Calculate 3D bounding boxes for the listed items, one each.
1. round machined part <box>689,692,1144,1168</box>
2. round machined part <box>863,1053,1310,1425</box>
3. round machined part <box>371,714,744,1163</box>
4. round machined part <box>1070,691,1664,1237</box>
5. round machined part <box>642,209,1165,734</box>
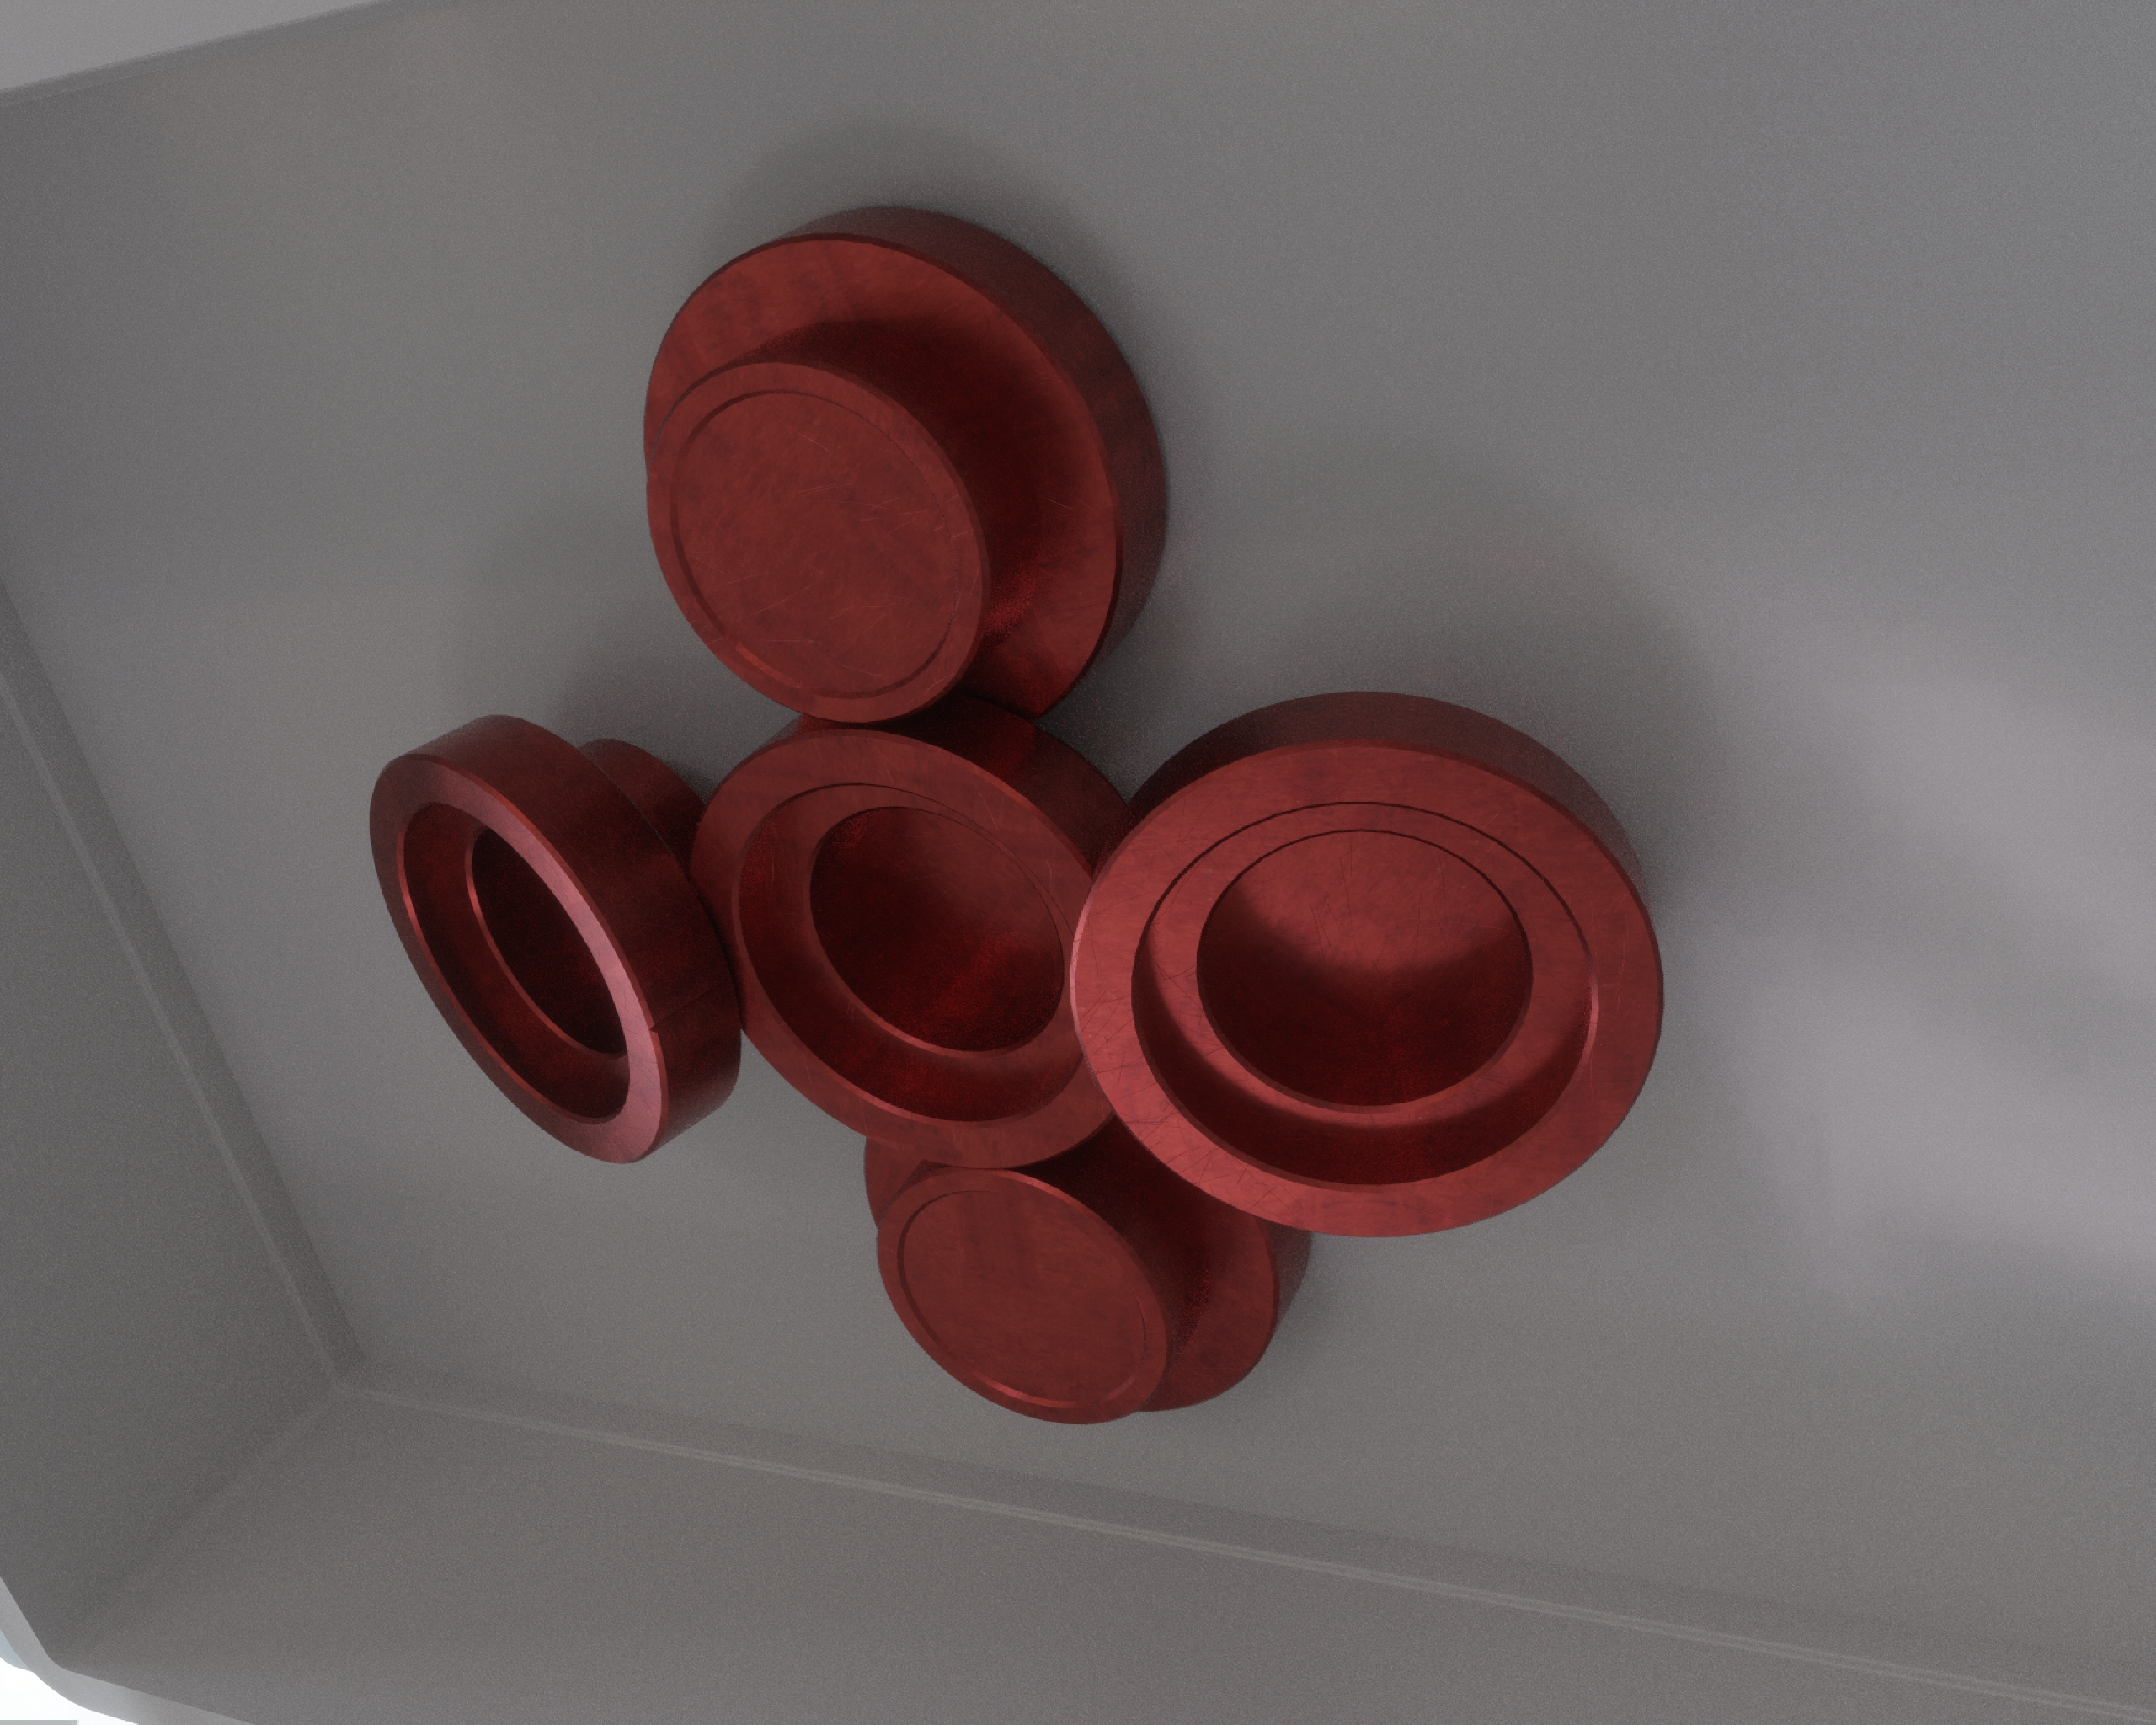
[{"bbox_3d":[-0.024,0.009,0.413,0.098,0.042,0.097,13,124,21],"label":"round machined part"},{"bbox_3d":[-0.004,0.081,0.448,0.098,0.042,0.097,13,124,21],"label":"round machined part"},{"bbox_3d":[-0.104,0.012,0.448,0.098,0.042,0.097,28,135,32],"label":"round machined part"},{"bbox_3d":[0.050,0.014,0.367,0.098,0.042,0.097,4,118,7],"label":"round machined part"},{"bbox_3d":[-0.038,-0.064,0.376,0.098,0.042,0.097,13,124,21],"label":"round machined part"}]
